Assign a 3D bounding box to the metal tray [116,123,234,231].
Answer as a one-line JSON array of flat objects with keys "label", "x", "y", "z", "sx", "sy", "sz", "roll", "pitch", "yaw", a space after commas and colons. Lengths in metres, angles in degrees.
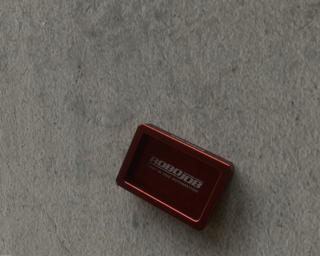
[{"label": "metal tray", "x": 0.017, "y": 0.060, "z": 0.400, "sx": 0.130, "sy": 0.030, "sz": 0.090, "roll": 26, "pitch": 98, "yaw": 18}]
